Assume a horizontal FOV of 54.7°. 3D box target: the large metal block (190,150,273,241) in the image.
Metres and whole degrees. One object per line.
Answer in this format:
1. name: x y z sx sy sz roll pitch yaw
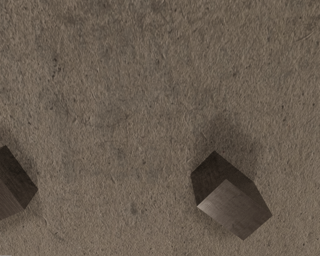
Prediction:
1. large metal block: 0.091 0.087 0.414 0.080 0.080 0.050 38 105 -13

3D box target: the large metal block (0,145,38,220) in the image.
1. large metal block: -0.232 0.082 0.423 0.080 0.050 0.080 -25 109 8
